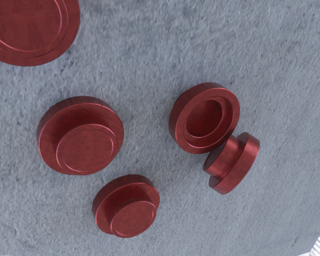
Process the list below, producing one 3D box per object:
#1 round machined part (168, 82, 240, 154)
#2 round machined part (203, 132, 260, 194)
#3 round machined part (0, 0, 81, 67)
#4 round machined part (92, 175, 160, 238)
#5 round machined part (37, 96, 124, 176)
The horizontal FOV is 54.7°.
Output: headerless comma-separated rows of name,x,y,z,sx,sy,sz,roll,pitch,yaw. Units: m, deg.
round machined part,0.055,-0.017,0.418,0.099,0.042,0.097,-14,125,-21
round machined part,0.099,0.046,0.457,0.042,0.098,0.098,34,102,0
round machined part,-0.119,-0.100,0.270,0.099,0.042,0.097,-14,125,-21
round machined part,-0.044,0.119,0.447,0.099,0.042,0.097,-14,125,-21
round machined part,-0.088,0.016,0.358,0.099,0.042,0.097,-14,125,-21
